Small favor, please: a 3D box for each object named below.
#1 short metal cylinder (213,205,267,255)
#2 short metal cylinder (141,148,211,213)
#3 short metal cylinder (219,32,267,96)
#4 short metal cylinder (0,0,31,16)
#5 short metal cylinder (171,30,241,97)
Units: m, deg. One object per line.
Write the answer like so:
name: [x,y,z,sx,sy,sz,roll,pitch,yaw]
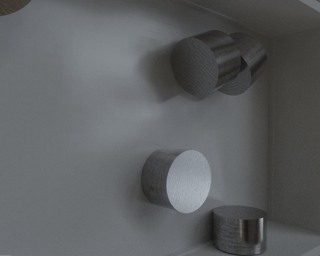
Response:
short metal cylinder: [0.123,0.154,0.477,0.081,0.080,0.050,0,90,-40]
short metal cylinder: [0.022,0.068,0.411,0.081,0.050,0.079,0,90,-40]
short metal cylinder: [0.112,-0.096,0.467,0.050,0.080,0.080,-43,116,-32]
short metal cylinder: [-0.143,-0.138,0.246,0.081,0.050,0.080,-25,141,-22]
short metal cylinder: [0.062,-0.089,0.425,0.050,0.080,0.080,-29,108,-37]
